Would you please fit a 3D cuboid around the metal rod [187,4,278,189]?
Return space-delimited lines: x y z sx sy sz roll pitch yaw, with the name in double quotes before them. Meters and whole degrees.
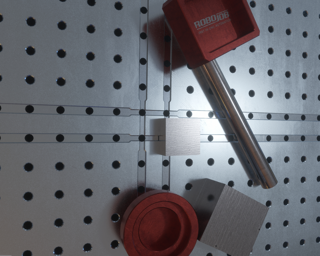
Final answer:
"metal rod" 0.096 -0.041 0.449 0.025 0.025 0.299 -33 101 -17

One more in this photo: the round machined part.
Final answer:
"round machined part" -0.003 0.129 0.402 0.099 0.042 0.097 0 89 -18

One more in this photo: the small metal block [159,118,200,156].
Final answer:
"small metal block" 0.027 0.012 0.424 0.050 0.025 0.050 0 90 -21

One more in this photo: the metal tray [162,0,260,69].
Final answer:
"metal tray" 0.074 -0.144 0.417 0.131 0.030 0.090 -33 100 -35

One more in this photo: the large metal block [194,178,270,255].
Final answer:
"large metal block" 0.093 0.127 0.435 0.080 0.050 0.080 30 80 -18
